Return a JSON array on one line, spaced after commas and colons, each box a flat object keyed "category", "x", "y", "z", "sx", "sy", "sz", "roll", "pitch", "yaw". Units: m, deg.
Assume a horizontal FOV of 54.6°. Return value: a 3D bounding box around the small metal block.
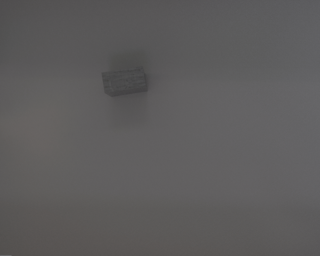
[{"category": "small metal block", "x": -0.044, "y": -0.059, "z": 0.399, "sx": 0.050, "sy": 0.050, "sz": 0.025, "roll": -9, "pitch": 90, "yaw": 0}]
